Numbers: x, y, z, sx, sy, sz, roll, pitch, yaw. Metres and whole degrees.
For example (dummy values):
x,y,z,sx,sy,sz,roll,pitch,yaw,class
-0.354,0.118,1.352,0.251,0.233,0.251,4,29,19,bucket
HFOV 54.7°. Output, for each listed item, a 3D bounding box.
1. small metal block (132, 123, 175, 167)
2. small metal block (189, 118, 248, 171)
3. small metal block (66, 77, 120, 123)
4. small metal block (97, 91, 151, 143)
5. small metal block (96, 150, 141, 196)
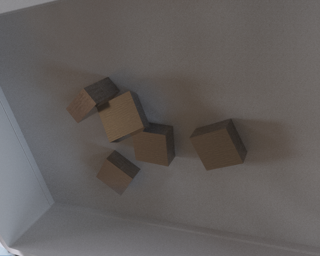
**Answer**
x,y,z,sx,sy,sz,roll,pitch,yaw,class
-0.008,0.021,0.426,0.050,0.025,0.050,8,122,23,small metal block
0.072,0.021,0.384,0.050,0.025,0.050,-18,109,35,small metal block
-0.090,-0.038,0.415,0.050,0.050,0.025,-37,92,39,small metal block
-0.047,-0.014,0.403,0.050,0.025,0.050,-24,80,15,small metal block
-0.066,0.071,0.488,0.050,0.025,0.050,37,129,3,small metal block
